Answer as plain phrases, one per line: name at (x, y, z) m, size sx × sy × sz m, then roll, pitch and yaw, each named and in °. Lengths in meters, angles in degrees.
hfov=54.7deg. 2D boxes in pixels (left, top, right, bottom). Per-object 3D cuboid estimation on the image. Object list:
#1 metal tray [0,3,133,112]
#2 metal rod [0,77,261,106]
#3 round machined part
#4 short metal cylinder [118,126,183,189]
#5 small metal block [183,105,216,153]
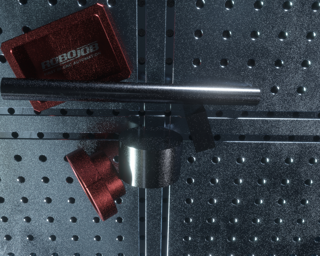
metal tray at (-0.110, -0.084, 0.378) m, size 0.130 × 0.030 × 0.090 m, roll -20°, pitch 109°, yaw 6°
metal rod at (-0.024, -0.042, 0.372) m, size 0.302 × 0.025 × 0.025 m, roll 0°, pitch 111°, yaw -11°
round machined part at (-0.080, 0.068, 0.405) m, size 0.042 × 0.098 × 0.098 m, roll -29°, pitch 110°, yaw -19°
short metal cylinder at (-0.013, 0.035, 0.397) m, size 0.081 × 0.080 × 0.050 m, roll 2°, pitch 110°, yaw -1°
small metal block at (0.050, -0.003, 0.400) m, size 0.025 × 0.050 × 0.050 m, roll -16°, pitch 110°, yaw 6°
